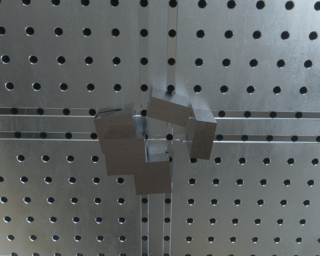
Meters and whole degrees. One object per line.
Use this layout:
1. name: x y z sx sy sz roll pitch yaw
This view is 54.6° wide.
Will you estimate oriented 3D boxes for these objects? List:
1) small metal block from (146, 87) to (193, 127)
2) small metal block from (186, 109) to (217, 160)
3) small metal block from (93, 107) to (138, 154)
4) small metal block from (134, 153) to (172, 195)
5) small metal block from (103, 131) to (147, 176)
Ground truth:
1. small metal block: 0.011 -0.027 0.390 0.050 0.050 0.025 16 109 -6
2. small metal block: 0.053 0.007 0.403 0.025 0.050 0.050 7 110 -3
3. small metal block: -0.056 0.004 0.414 0.050 0.025 0.050 -10 110 3
4. small metal block: -0.010 0.065 0.437 0.050 0.025 0.050 -4 110 1
5. small metal block: -0.043 0.032 0.398 0.050 0.025 0.050 -3 110 1
